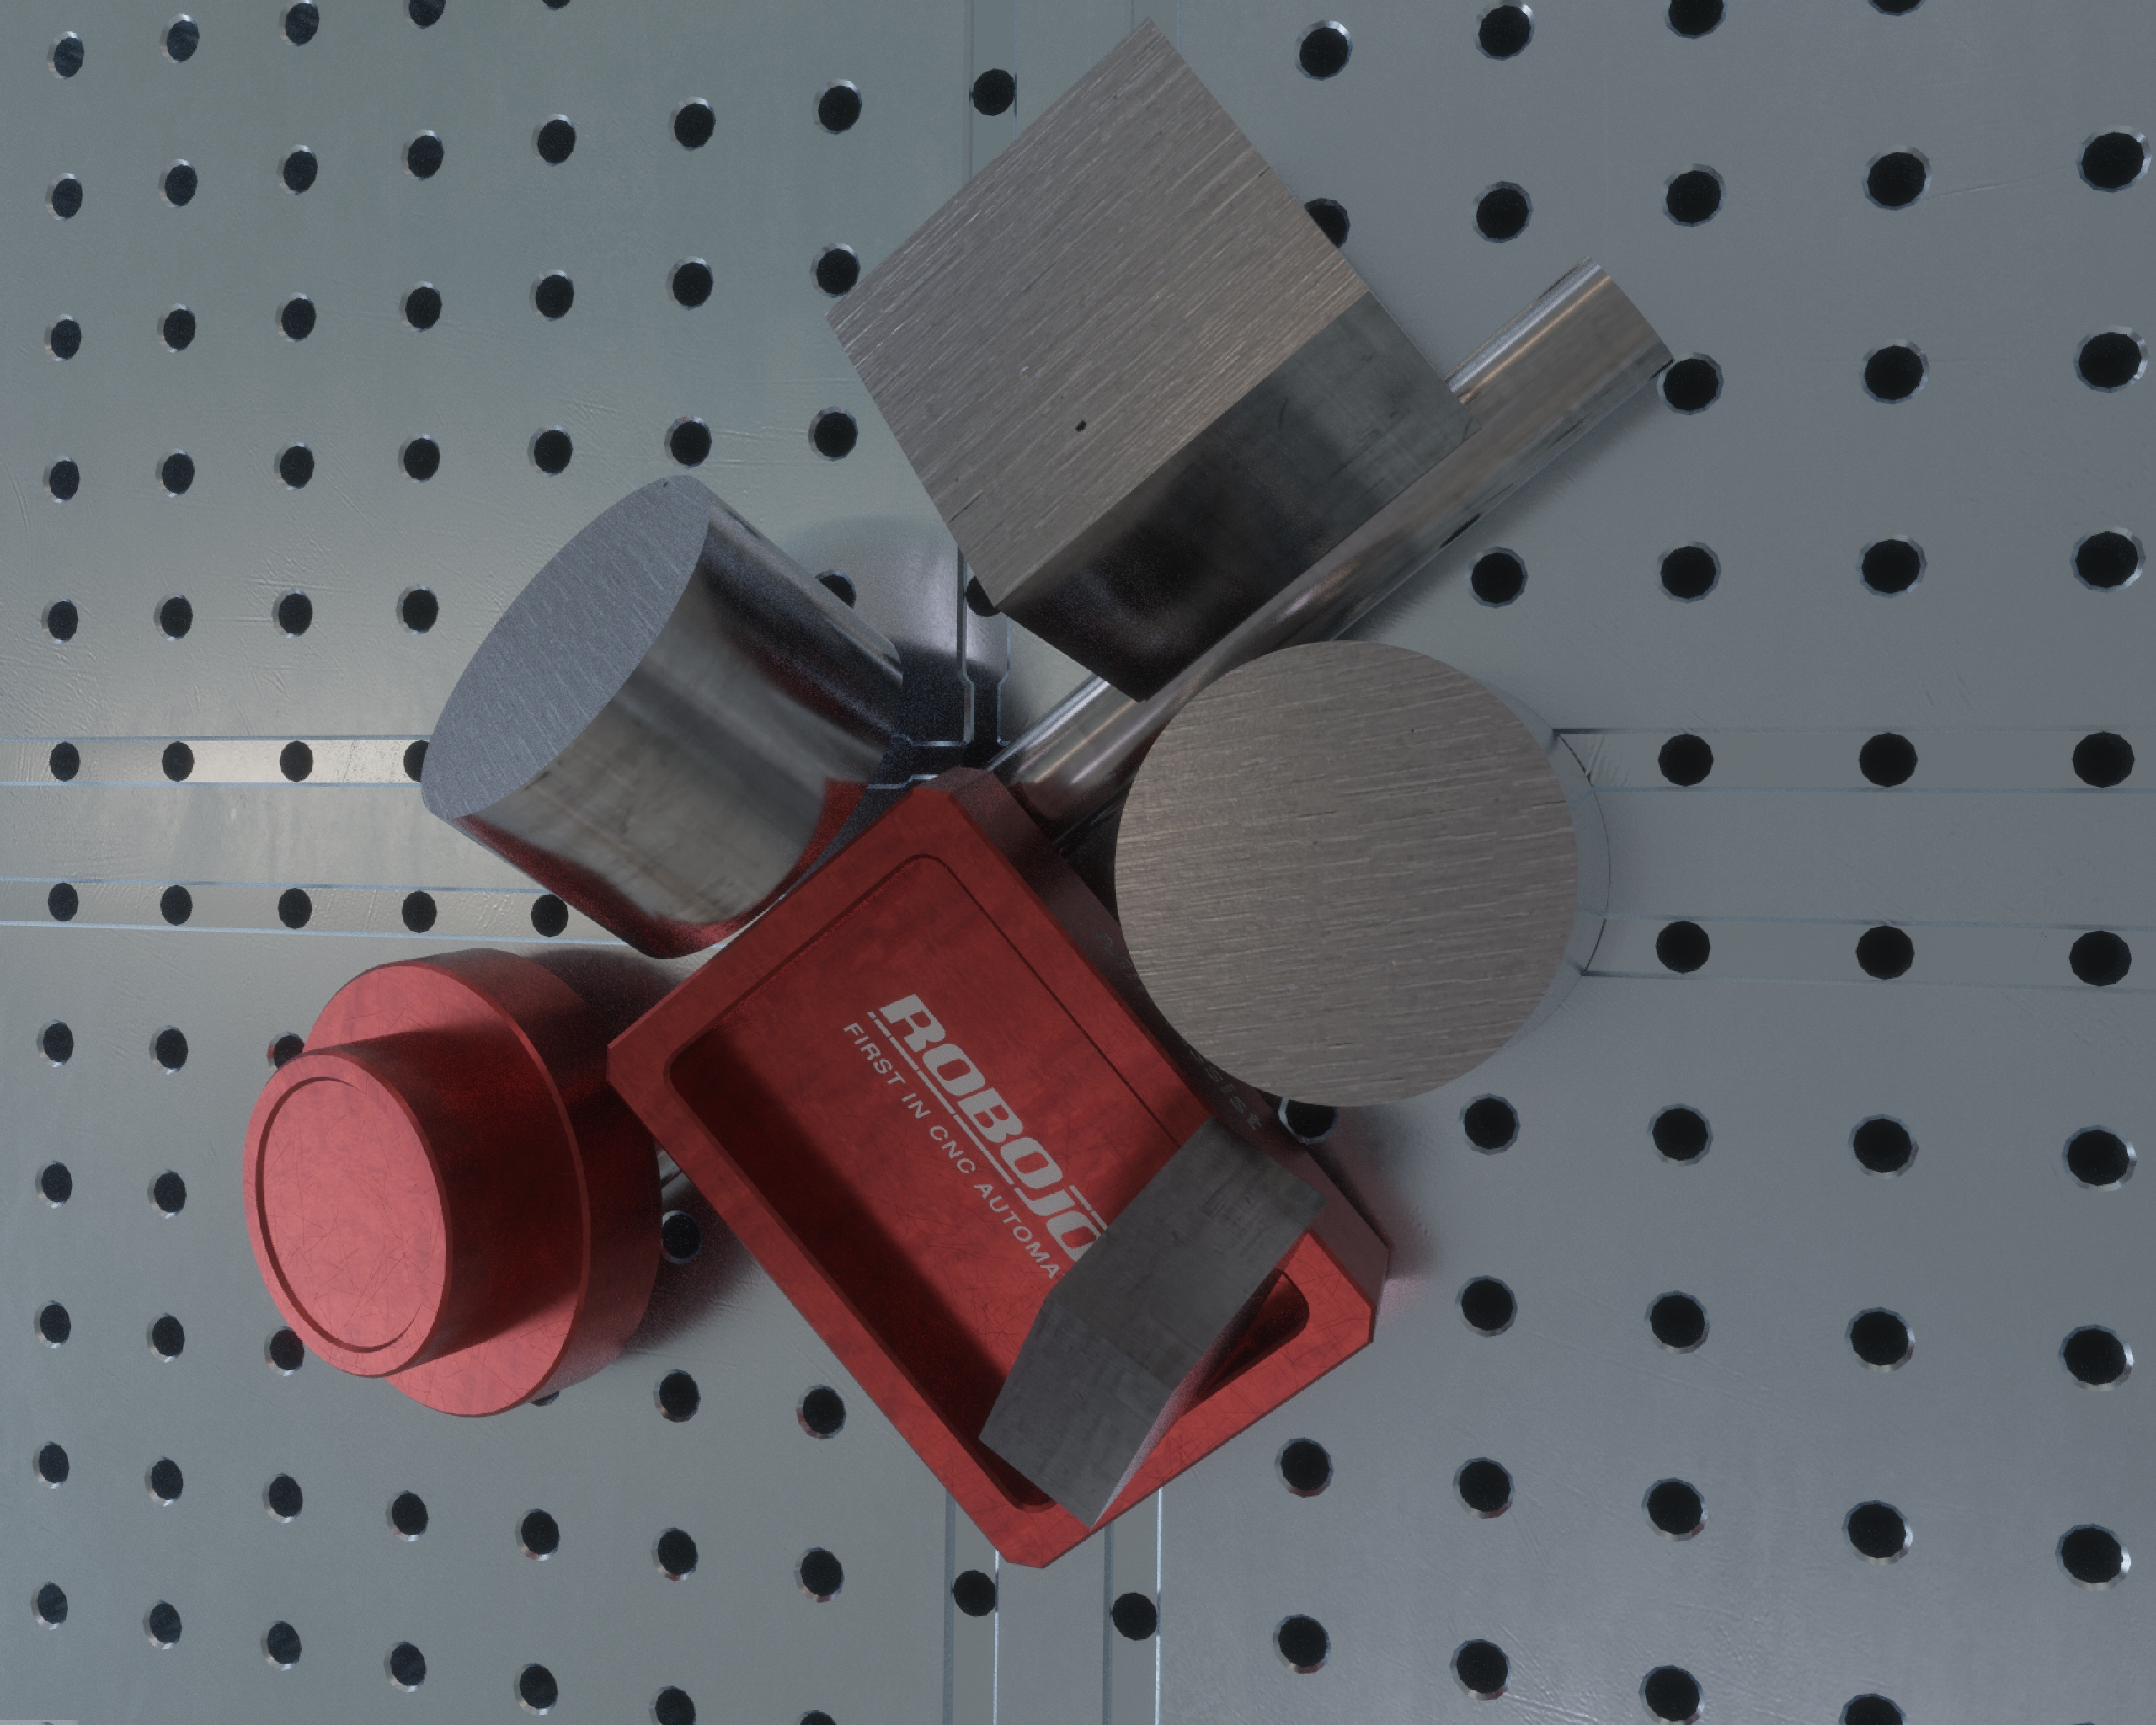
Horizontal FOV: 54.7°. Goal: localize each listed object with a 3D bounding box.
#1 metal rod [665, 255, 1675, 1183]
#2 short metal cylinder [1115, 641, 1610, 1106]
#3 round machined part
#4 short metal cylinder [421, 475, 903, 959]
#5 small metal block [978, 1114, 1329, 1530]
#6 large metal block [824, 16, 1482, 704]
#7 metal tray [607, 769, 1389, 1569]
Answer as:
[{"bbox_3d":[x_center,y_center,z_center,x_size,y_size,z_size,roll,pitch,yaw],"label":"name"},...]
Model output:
[{"bbox_3d":[-0.012,-0.009,0.418,0.300,0.025,0.025,-39,78,16],"label":"metal rod"},{"bbox_3d":[0.053,0.002,0.380,0.080,0.050,0.079,0,90,20],"label":"short metal cylinder"},{"bbox_3d":[-0.137,0.069,0.438,0.098,0.042,0.097,5,99,35],"label":"round machined part"},{"bbox_3d":[-0.081,-0.028,0.406,0.080,0.050,0.080,-31,37,27],"label":"short metal cylinder"},{"bbox_3d":[0.013,0.080,0.363,0.025,0.050,0.050,36,137,14],"label":"small metal block"},{"bbox_3d":[0.012,-0.090,0.383,0.080,0.050,0.080,-39,58,16],"label":"large metal block"},{"bbox_3d":[-0.015,0.058,0.400,0.090,0.030,0.130,-39,90,16],"label":"metal tray"}]
